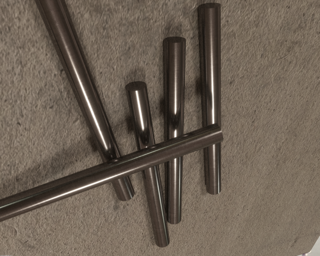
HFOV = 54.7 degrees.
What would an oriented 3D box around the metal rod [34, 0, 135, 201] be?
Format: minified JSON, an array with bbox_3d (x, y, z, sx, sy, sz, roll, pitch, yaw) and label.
[{"bbox_3d":[-0.077,-0.023,0.351,0.025,0.025,0.298,-24,128,-14],"label":"metal rod"}]

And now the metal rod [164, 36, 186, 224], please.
[{"bbox_3d":[0.020,0.024,0.434,0.025,0.025,0.298,-15,125,-20],"label":"metal rod"}]

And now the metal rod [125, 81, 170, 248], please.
[{"bbox_3d":[-0.012,0.072,0.446,0.025,0.025,0.298,-20,126,-17],"label":"metal rod"}]

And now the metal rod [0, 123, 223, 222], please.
[{"bbox_3d":[-0.067,0.055,0.374,0.302,0.025,0.025,-19,127,-6],"label":"metal rod"}]

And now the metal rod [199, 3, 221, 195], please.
[{"bbox_3d":[0.074,-0.018,0.437,0.025,0.025,0.298,-20,127,-17],"label":"metal rod"}]
